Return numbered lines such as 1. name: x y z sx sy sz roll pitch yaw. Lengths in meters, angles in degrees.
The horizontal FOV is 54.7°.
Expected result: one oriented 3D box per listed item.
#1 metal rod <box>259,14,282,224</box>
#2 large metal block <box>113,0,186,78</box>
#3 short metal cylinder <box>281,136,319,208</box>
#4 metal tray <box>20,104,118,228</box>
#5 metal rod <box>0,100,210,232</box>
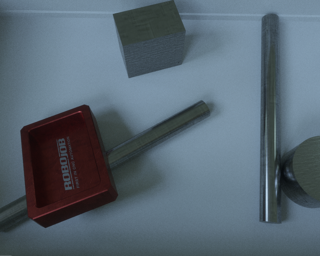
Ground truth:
1. metal rod: 0.150 -0.026 0.421 0.025 0.025 0.299 7 70 2
2. large metal block: -0.014 -0.119 0.424 0.081 0.080 0.050 -16 71 -6
3. short metal cylinder: 0.193 0.055 0.379 0.081 0.050 0.080 0 70 0
4. metal tray: -0.111 0.039 0.368 0.091 0.030 0.130 -21 54 -5
5. metal rod: -0.069 0.044 0.392 0.302 0.025 0.025 -29 73 -11
